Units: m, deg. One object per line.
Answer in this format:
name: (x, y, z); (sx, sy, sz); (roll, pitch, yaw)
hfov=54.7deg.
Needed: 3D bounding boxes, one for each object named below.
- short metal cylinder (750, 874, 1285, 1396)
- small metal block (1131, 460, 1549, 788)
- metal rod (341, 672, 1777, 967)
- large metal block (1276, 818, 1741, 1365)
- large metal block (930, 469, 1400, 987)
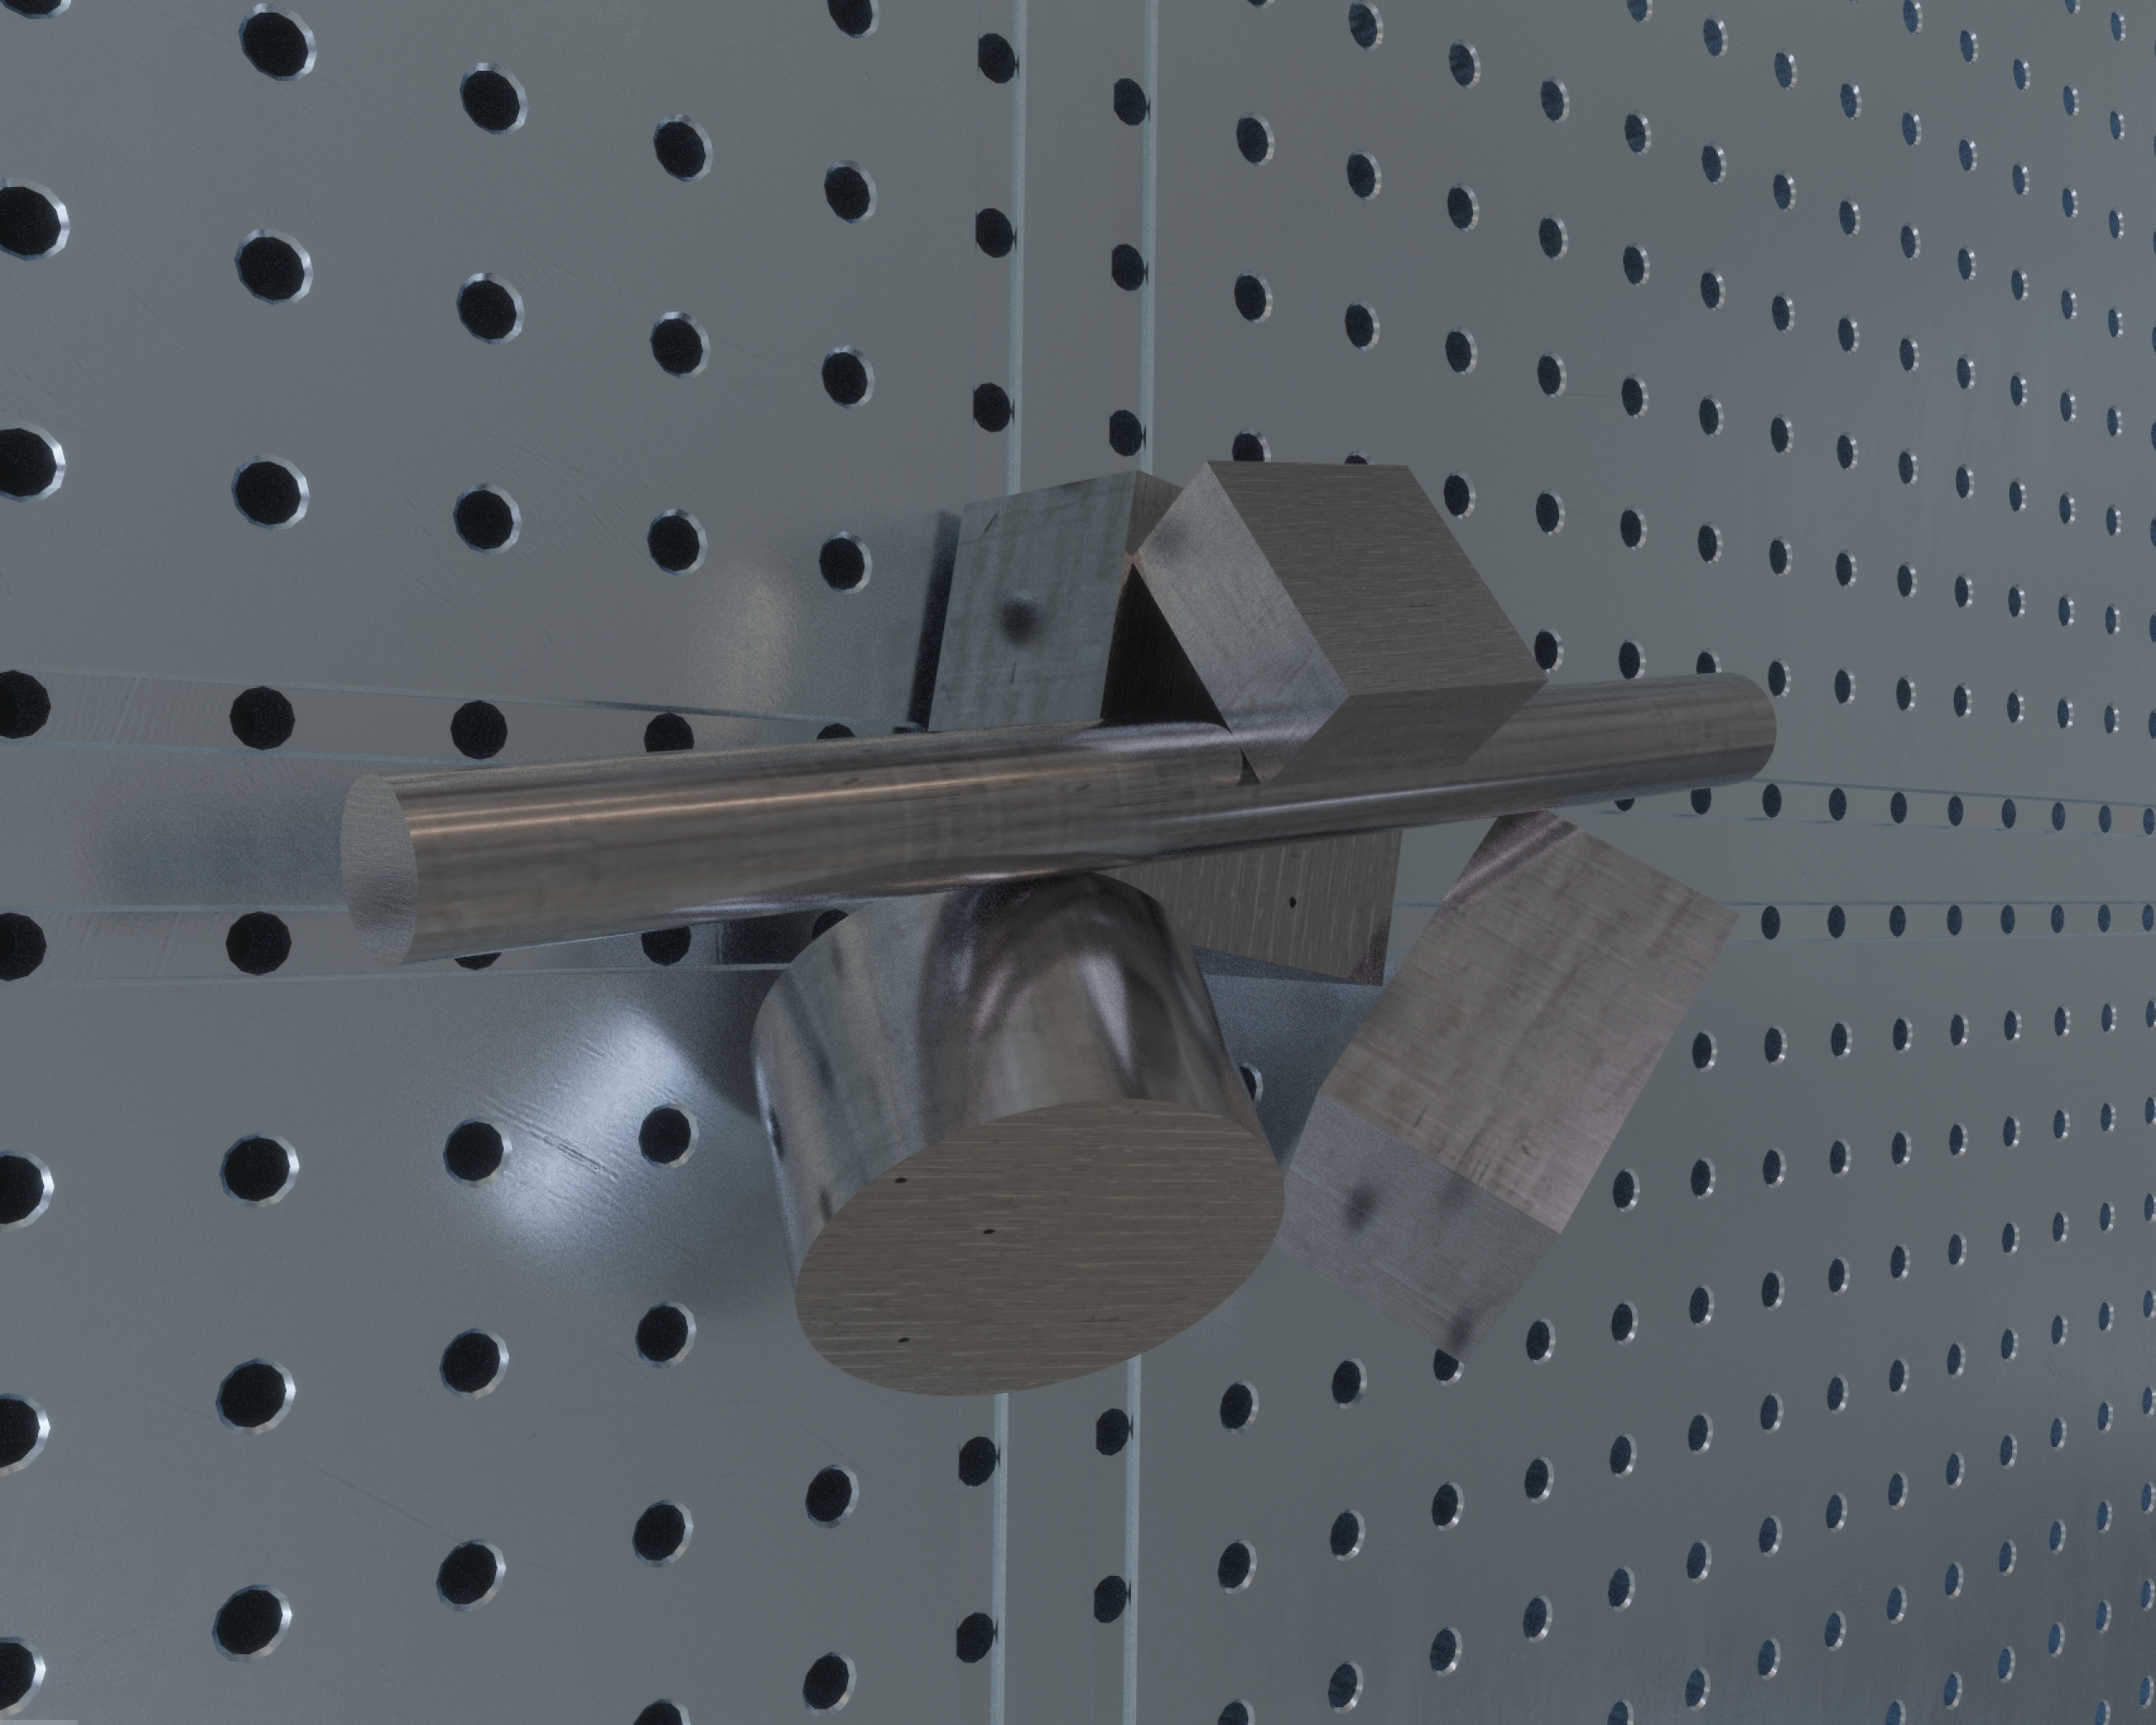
short metal cylinder: (-0.011, 0.046, 0.352); (0.080, 0.080, 0.050); (25, 32, -38)
small metal block: (0.045, -0.042, 0.362); (0.050, 0.025, 0.050); (-8, 60, -40)
metal rod: (0.027, -0.014, 0.362); (0.302, 0.025, 0.025); (-7, 95, -39)
large metal block: (0.085, 0.046, 0.432); (0.080, 0.050, 0.080); (-52, 165, -27)
large metal block: (0.019, -0.022, 0.404); (0.081, 0.050, 0.080); (14, 81, -39)
